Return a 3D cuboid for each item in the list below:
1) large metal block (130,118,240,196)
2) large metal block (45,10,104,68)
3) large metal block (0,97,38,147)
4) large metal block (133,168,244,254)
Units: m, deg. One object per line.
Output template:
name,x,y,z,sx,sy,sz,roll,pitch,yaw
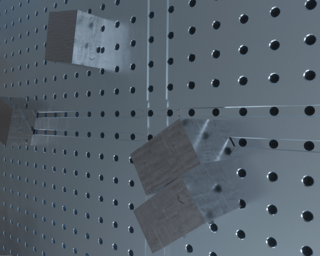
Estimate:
large metal block,0.028,0.032,0.351,0.080,0.081,0.050,-37,67,34
large metal block,-0.143,-0.146,0.513,0.080,0.050,0.080,14,99,39
large metal block,-0.307,-0.015,0.649,0.080,0.050,0.080,28,107,36
large metal block,0.032,0.090,0.348,0.080,0.081,0.050,-42,65,32
